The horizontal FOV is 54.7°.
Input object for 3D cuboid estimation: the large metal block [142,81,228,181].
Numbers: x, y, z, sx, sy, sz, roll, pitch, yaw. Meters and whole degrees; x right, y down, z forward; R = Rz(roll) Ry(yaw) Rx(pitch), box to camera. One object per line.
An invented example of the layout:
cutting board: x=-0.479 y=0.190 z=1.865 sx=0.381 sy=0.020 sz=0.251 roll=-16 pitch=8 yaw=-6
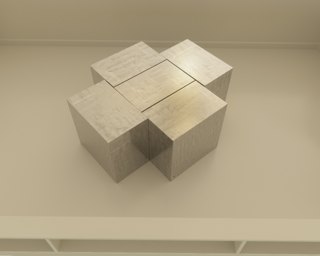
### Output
large metal block: x=0.027 y=0.004 z=0.366 sx=0.080 sy=0.080 sz=0.050 roll=-33 pitch=58 yaw=-25

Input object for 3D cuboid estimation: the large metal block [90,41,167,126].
large metal block: x=-0.039 y=-0.056 z=0.414 sx=0.080 sy=0.080 sz=0.050 roll=-33 pitch=58 yaw=-25

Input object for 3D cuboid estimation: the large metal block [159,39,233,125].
large metal block: x=0.044 y=-0.059 z=0.419 sx=0.050 sy=0.080 sz=0.080 roll=-34 pitch=58 yaw=-25

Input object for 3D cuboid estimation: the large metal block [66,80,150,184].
large metal block: x=-0.058 y=0.004 z=0.364 sx=0.050 sy=0.080 sz=0.080 roll=-34 pitch=58 yaw=-25

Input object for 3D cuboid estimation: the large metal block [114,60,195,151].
large metal block: x=-0.006 y=-0.026 z=0.390 sx=0.080 sy=0.080 sz=0.050 roll=-33 pitch=58 yaw=-25
